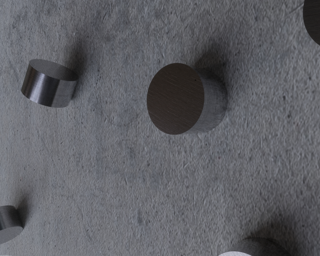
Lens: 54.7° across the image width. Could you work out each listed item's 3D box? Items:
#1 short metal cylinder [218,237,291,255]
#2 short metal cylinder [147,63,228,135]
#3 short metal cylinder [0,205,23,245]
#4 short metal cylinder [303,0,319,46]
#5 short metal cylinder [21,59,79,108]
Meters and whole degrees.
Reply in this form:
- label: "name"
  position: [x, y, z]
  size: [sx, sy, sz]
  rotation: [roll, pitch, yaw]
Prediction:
- label: "short metal cylinder"
  position: [0.095, 0.157, 0.310]
  size: [0.080, 0.050, 0.080]
  rotation: [0, 90, 40]
- label: "short metal cylinder"
  position: [0.031, -0.032, 0.363]
  size: [0.080, 0.050, 0.080]
  rotation: [0, 90, 40]
- label: "short metal cylinder"
  position: [-0.337, 0.206, 0.648]
  size: [0.080, 0.081, 0.050]
  rotation: [-48, 62, 29]
- label: "short metal cylinder"
  position: [0.166, -0.096, 0.252]
  size: [0.080, 0.050, 0.080]
  rotation: [0, 90, 40]
- label: "short metal cylinder"
  position: [-0.185, -0.076, 0.522]
  size: [0.080, 0.081, 0.050]
  rotation: [40, 114, 33]
